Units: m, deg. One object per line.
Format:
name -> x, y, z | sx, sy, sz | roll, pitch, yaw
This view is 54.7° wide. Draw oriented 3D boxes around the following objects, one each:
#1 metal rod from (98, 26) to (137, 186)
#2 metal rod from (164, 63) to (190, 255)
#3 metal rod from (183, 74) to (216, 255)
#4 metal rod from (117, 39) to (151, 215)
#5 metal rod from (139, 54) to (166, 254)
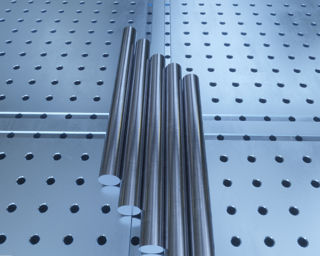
metal rod -> -0.056, -0.055, 0.452 | 0.025, 0.025, 0.300 | 1, 50, 0
metal rod -> 0.019, 0.022, 0.388 | 0.025, 0.025, 0.300 | 1, 50, 0
metal rod -> 0.044, 0.042, 0.372 | 0.025, 0.025, 0.300 | 1, 50, 0
metal rod -> -0.031, -0.026, 0.428 | 0.025, 0.025, 0.300 | 1, 50, 0
metal rod -> -0.006, 0.005, 0.402 | 0.025, 0.025, 0.300 | 1, 50, 0
